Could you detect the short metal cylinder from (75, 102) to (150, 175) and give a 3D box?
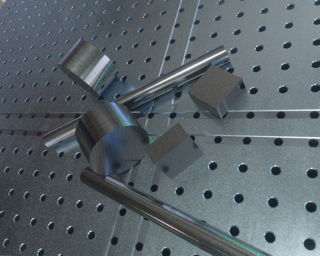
[{"bbox_3d":[-0.061,0.014,0.396,0.080,0.080,0.050,-41,51,1],"label":"short metal cylinder"}]

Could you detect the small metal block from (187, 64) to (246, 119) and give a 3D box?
[{"bbox_3d":[0.073,-0.048,0.399,0.050,0.025,0.050,-49,51,-6],"label":"small metal block"}]

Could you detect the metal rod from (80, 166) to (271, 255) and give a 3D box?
[{"bbox_3d":[0.019,0.102,0.335,0.300,0.025,0.025,18,71,35],"label":"metal rod"}]

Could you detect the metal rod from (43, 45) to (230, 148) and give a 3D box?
[{"bbox_3d":[-0.042,-0.041,0.455,0.301,0.025,0.025,-25,53,12],"label":"metal rod"}]

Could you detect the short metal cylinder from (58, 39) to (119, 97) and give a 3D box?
[{"bbox_3d":[-0.112,-0.093,0.489,0.080,0.080,0.050,29,78,37],"label":"short metal cylinder"}]

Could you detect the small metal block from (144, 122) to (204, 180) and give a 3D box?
[{"bbox_3d":[0.018,0.028,0.366,0.050,0.050,0.025,-38,51,2],"label":"small metal block"}]
